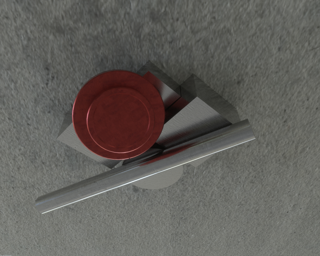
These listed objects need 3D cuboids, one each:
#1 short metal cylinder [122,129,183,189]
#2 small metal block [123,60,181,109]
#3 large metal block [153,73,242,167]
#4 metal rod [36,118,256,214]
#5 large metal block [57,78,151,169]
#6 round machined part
[{"bbox_3d":[-0.010,0.039,0.425,0.081,0.050,0.079,0,130,0],"label":"short metal cylinder"},{"bbox_3d":[-0.011,-0.044,0.370,0.050,0.025,0.050,35,122,-27],"label":"small metal block"},{"bbox_3d":[0.043,-0.007,0.387,0.080,0.050,0.080,34,122,-26],"label":"large metal block"},{"bbox_3d":[-0.031,0.054,0.389,0.300,0.025,0.025,-22,127,17],"label":"metal rod"},{"bbox_3d":[-0.066,-0.005,0.385,0.080,0.050,0.080,35,122,-26],"label":"large metal block"},{"bbox_3d":[-0.042,-0.012,0.329,0.099,0.042,0.097,-3,105,-11],"label":"round machined part"}]
